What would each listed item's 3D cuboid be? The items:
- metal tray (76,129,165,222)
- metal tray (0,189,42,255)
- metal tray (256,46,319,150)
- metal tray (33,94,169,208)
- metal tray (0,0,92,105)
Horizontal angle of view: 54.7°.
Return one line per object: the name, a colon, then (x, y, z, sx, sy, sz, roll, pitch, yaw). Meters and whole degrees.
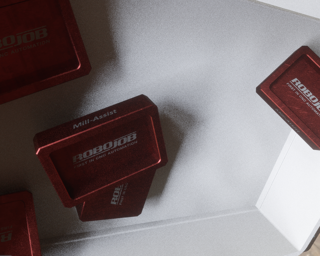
metal tray: (-0.055, 0.063, 0.416, 0.091, 0.030, 0.129, 4, 117, -31)
metal tray: (-0.205, 0.125, 0.340, 0.131, 0.030, 0.089, -9, 85, -25)
metal tray: (0.218, -0.042, 0.448, 0.090, 0.030, 0.130, -44, 86, 1)
metal tray: (-0.061, 0.026, 0.349, 0.131, 0.030, 0.089, -23, 127, -15)
metal tray: (-0.140, -0.074, 0.283, 0.131, 0.030, 0.089, -23, 127, -15)
